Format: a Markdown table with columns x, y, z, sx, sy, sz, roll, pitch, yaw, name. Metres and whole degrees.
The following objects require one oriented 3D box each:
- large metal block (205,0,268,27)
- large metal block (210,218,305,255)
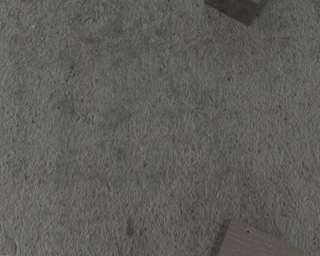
| x | y | z | sx | sy | sz | roll | pitch | yaw | name |
| --- | --- | --- | --- | --- | --- | --- | --- | --- | --- |
| 0.127 | -0.217 | 0.475 | 0.080 | 0.050 | 0.080 | 34 | 73 | 11 | large metal block |
| 0.097 | 0.155 | 0.339 | 0.080 | 0.050 | 0.080 | 24 | 72 | 8 | large metal block |
